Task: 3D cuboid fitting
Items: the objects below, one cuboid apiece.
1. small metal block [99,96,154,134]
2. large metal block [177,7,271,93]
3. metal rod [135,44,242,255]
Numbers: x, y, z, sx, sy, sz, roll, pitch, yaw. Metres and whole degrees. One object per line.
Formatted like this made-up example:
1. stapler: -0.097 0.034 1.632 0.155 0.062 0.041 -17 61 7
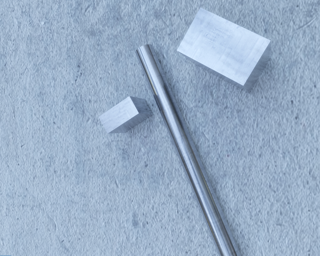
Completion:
1. small metal block: -0.044 -0.016 0.411 0.050 0.050 0.025 -32 80 17
2. large metal block: 0.076 -0.084 0.353 0.080 0.080 0.050 32 101 17
3. metal rod: 0.035 0.031 0.396 0.025 0.025 0.299 -25 82 18
